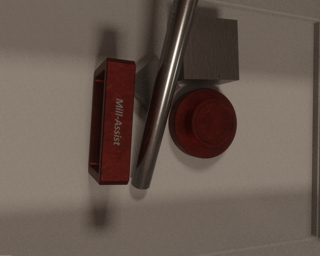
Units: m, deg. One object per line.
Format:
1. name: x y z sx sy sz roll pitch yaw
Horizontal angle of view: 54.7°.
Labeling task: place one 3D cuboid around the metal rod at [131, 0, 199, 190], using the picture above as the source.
1. metal rod: 0.009 -0.061 0.349 0.025 0.025 0.298 6 113 -20

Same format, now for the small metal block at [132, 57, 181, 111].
1. small metal block: -0.011 -0.056 0.408 0.050 0.025 0.050 -44 104 -15

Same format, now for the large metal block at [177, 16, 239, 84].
1. large metal block: 0.057 -0.102 0.419 0.081 0.050 0.079 -2 91 -21

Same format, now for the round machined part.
1. round machined part: 0.065 -0.006 0.427 0.099 0.042 0.097 0 90 -21

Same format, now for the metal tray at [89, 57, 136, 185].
1. metal tray: -0.058 -0.007 0.355 0.030 0.090 0.129 4 89 -20
